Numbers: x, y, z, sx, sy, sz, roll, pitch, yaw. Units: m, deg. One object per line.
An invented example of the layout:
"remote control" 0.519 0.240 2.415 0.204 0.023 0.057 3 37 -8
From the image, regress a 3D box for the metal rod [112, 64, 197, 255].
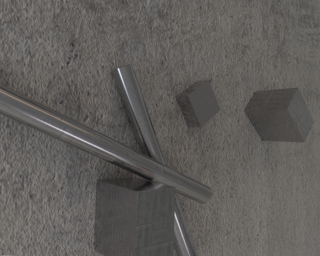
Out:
"metal rod" 0.001 0.064 0.405 0.025 0.025 0.298 -30 109 -36

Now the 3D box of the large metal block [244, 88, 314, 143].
"large metal block" 0.209 -0.021 0.543 0.080 0.080 0.050 51 60 -28

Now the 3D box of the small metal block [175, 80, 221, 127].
"small metal block" 0.056 -0.036 0.452 0.050 0.025 0.050 -39 114 -33

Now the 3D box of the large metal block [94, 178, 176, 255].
"large metal block" -0.030 0.101 0.344 0.050 0.080 0.080 3 88 -40

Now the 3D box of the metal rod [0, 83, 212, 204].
"metal rod" -0.055 0.024 0.337 0.301 0.025 0.025 30 72 -29
